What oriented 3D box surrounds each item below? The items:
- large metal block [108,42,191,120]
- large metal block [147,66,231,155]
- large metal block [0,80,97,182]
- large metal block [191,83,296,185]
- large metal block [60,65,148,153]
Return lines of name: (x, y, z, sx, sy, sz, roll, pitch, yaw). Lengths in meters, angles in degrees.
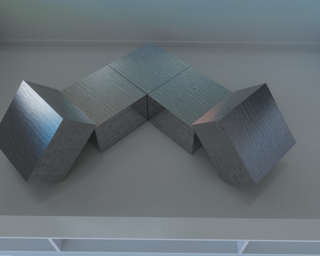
large metal block: (-0.015, -0.070, 0.445, 0.080, 0.050, 0.080, -36, 59, -27)
large metal block: (0.041, -0.025, 0.408, 0.080, 0.050, 0.080, -36, 59, -27)
large metal block: (-0.133, 0.004, 0.354, 0.080, 0.050, 0.080, 39, 102, 27)
large metal block: (0.096, 0.007, 0.354, 0.080, 0.050, 0.080, -36, 102, -26)
large metal block: (-0.073, -0.027, 0.409, 0.080, 0.050, 0.080, -36, 59, -27)
